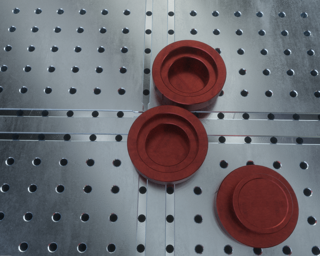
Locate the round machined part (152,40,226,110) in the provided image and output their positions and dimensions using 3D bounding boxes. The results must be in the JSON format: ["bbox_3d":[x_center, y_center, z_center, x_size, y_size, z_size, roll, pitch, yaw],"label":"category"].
[{"bbox_3d":[0.039,-0.068,0.428,0.099,0.042,0.098,0,70,0],"label":"round machined part"}]

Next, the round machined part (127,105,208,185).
[{"bbox_3d":[0.010,0.024,0.394,0.099,0.042,0.098,0,70,0],"label":"round machined part"}]

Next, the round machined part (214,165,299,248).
[{"bbox_3d":[0.117,0.091,0.370,0.099,0.042,0.098,0,70,0],"label":"round machined part"}]
